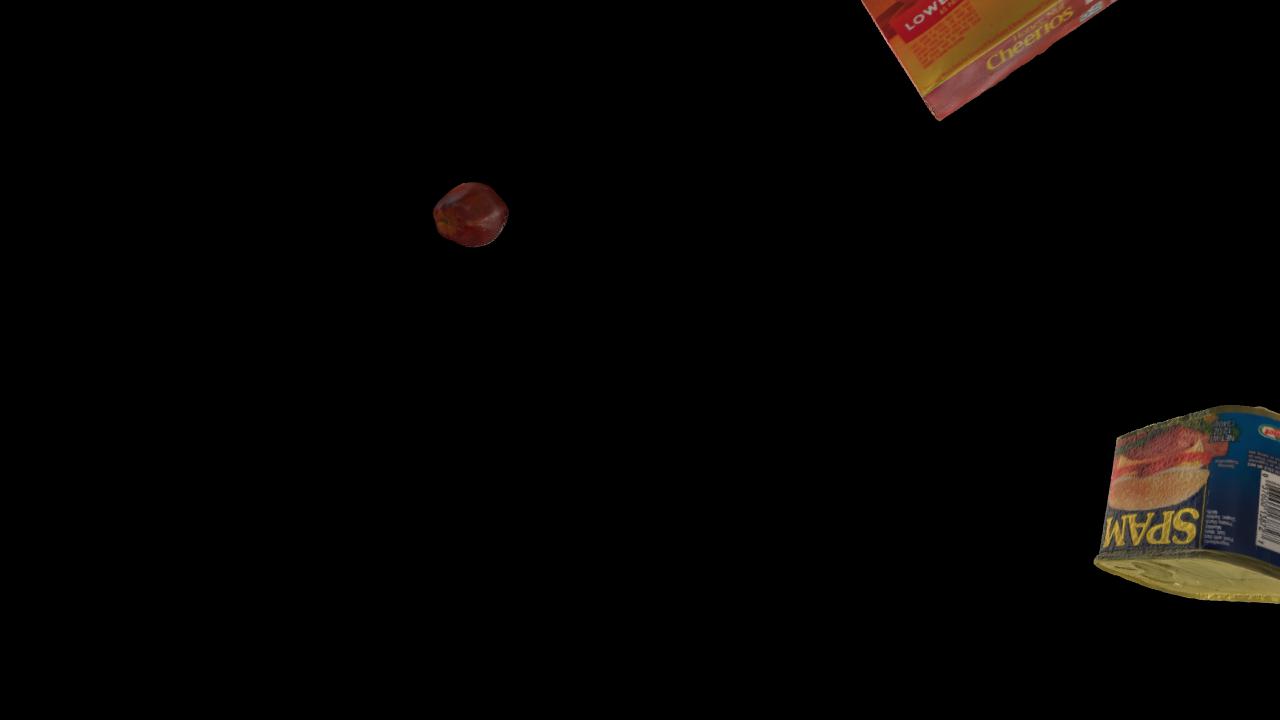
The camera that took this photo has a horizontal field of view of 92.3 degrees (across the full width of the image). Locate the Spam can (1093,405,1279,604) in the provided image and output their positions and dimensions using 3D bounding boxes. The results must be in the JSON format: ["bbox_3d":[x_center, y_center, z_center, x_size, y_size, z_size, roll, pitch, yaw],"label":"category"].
[{"bbox_3d":[0.309,0.080,0.337,0.058,0.085,0.101,21,-17,8],"label":"Spam can"}]

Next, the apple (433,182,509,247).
[{"bbox_3d":[-0.210,-0.179,0.764,0.079,0.079,0.093,0,25,29],"label":"apple"}]

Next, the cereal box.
[{"bbox_3d":[0.336,-0.444,0.657,0.203,0.306,0.081,-32,-24,32],"label":"cereal box"}]
